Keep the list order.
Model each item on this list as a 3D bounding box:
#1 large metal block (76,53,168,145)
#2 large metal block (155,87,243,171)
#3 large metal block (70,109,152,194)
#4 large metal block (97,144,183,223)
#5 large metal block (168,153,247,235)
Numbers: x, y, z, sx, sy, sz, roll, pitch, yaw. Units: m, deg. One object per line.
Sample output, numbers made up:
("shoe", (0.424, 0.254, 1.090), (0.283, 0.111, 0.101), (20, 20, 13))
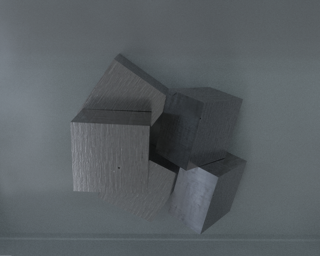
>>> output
("large metal block", (-0.042, -0.033, 0.384), (0.080, 0.050, 0.080), (34, 106, -12))
("large metal block", (0.047, -0.003, 0.373), (0.081, 0.050, 0.079), (-9, 119, -46))
("large metal block", (-0.052, 0.025, 0.350), (0.081, 0.050, 0.079), (3, 109, 0))
("large metal block", (-0.026, 0.067, 0.418), (0.080, 0.050, 0.080), (28, 107, -11))
("large metal block", (0.062, 0.077, 0.402), (0.050, 0.081, 0.079), (26, 113, 32))
